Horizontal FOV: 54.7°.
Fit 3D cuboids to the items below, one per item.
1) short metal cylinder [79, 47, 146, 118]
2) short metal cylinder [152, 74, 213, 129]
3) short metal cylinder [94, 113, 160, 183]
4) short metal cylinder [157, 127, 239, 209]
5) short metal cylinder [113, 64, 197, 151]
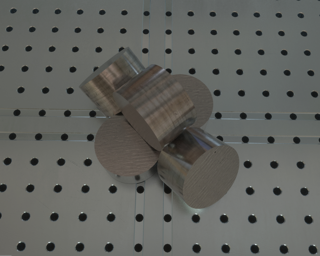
[{"bbox_3d":[-0.055,-0.058,0.396,0.080,0.080,0.050,-44,110,-15],"label":"short metal cylinder"},{"bbox_3d":[0.026,-0.023,0.406,0.081,0.050,0.080,0,70,0],"label":"short metal cylinder"},{"bbox_3d":[-0.037,0.026,0.388,0.081,0.050,0.080,0,70,0],"label":"short metal cylinder"},{"bbox_3d":[0.044,0.045,0.359,0.080,0.080,0.050,-39,39,-13],"label":"short metal cylinder"},{"bbox_3d":[-0.006,-0.021,0.336,0.050,0.080,0.080,-40,75,-13],"label":"short metal cylinder"}]
